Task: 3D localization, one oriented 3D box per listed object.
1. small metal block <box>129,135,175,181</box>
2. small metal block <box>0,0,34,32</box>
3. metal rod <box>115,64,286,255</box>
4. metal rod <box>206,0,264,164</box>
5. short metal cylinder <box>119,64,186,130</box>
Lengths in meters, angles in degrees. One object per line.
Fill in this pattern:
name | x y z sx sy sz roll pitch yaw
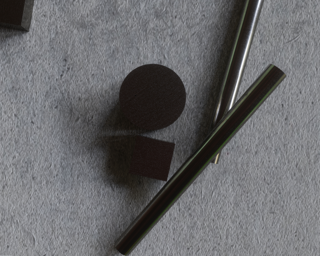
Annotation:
small metal block | -0.010 0.039 0.410 0.050 0.025 0.050 13 90 0
small metal block | -0.199 -0.160 0.408 0.050 0.025 0.050 9 90 0
metal rod | 0.045 0.045 0.389 0.025 0.025 0.299 40 98 0
metal rod | 0.105 -0.100 0.410 0.025 0.025 0.298 16 90 0
short metal cylinder | -0.009 -0.038 0.397 0.081 0.050 0.079 0 90 0
